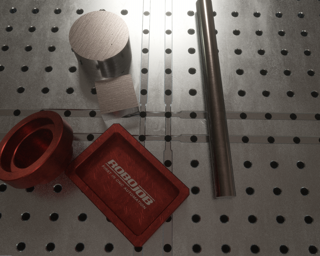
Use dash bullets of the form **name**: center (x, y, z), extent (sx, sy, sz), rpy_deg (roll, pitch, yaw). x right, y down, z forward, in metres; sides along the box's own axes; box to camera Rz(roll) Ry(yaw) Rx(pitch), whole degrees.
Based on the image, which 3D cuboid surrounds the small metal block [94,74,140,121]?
- **small metal block**: center (-0.059, -0.042, 0.426), extent (0.050, 0.025, 0.050), rpy_deg (-13, 71, -5)

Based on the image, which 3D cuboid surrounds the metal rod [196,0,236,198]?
- **metal rod**: center (0.075, -0.055, 0.432), extent (0.025, 0.025, 0.299), rpy_deg (-2, 70, -1)

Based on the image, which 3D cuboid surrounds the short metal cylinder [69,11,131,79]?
- **short metal cylinder**: center (-0.082, -0.118, 0.440), extent (0.081, 0.050, 0.080), rpy_deg (0, 70, 0)

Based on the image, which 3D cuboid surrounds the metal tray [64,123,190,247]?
- **metal tray**: center (-0.040, 0.068, 0.383), extent (0.130, 0.030, 0.090), rpy_deg (42, 75, 13)

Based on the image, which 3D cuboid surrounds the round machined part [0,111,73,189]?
- **round machined part**: center (-0.147, 0.030, 0.376), extent (0.098, 0.042, 0.098), rpy_deg (-15, 49, 18)
